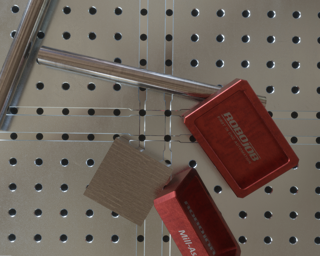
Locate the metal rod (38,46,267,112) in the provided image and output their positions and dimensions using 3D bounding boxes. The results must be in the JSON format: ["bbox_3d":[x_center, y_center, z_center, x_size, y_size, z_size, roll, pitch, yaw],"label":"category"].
[{"bbox_3d":[-0.009,-0.063,0.413,0.302,0.025,0.025,13,90,-1],"label":"metal rod"}]

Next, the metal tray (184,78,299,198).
[{"bbox_3d":[0.102,0.013,0.396,0.090,0.030,0.130,-35,99,9],"label":"metal tray"}]

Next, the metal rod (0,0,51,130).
[{"bbox_3d":[-0.171,-0.139,0.410,0.025,0.025,0.299,21,90,-1],"label":"metal rod"}]

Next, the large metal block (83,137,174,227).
[{"bbox_3d":[-0.038,0.066,0.400,0.080,0.050,0.080,30,90,-1],"label":"large metal block"}]

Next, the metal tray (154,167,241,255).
[{"bbox_3d":[0.050,0.123,0.379,0.030,0.090,0.130,-29,90,23],"label":"metal tray"}]
